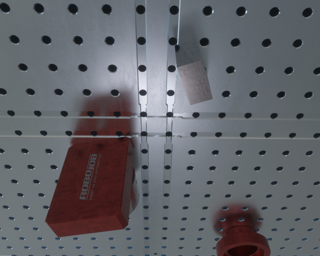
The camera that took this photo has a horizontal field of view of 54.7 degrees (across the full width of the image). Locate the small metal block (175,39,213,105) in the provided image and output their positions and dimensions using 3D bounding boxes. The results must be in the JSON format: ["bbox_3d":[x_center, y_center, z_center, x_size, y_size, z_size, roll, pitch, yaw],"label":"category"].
[{"bbox_3d":[0.037,-0.062,0.342,0.025,0.050,0.050,-15,129,12],"label":"small metal block"}]

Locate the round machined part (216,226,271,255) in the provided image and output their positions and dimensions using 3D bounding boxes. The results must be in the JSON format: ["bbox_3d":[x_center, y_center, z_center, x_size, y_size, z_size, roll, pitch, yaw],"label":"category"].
[{"bbox_3d":[0.156,0.224,0.593,0.099,0.042,0.097,0,130,0],"label":"round machined part"}]

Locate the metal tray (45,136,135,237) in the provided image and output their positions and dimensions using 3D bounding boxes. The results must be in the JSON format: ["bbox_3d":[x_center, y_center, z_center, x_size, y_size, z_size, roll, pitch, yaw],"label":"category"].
[{"bbox_3d":[-0.084,0.071,0.402,0.090,0.130,0.030,-9,130,8],"label":"metal tray"}]

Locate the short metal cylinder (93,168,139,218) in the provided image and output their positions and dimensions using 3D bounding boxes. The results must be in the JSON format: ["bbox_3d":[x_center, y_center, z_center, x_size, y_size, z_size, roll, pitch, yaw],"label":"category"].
[{"bbox_3d":[-0.073,0.088,0.449,0.080,0.080,0.050,-3,130,2],"label":"short metal cylinder"}]
